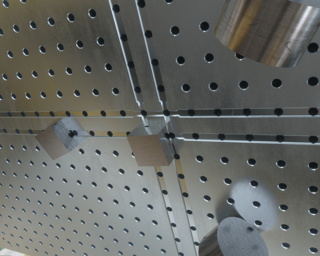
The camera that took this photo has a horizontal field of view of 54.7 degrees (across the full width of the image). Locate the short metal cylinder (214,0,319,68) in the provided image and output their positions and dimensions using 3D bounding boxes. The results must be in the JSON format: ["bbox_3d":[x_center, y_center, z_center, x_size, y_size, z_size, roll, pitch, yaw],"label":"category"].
[{"bbox_3d":[0.094,-0.095,0.268,0.080,0.080,0.050,27,128,11],"label":"short metal cylinder"}]

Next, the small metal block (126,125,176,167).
[{"bbox_3d":[-0.012,0.026,0.434,0.050,0.025,0.050,-5,116,30],"label":"small metal block"}]

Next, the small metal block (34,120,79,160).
[{"bbox_3d":[-0.171,0.021,0.514,0.050,0.025,0.050,-24,105,36],"label":"small metal block"}]

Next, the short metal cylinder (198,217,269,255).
[{"bbox_3d":[0.101,0.172,0.429,0.080,0.080,0.050,36,129,4],"label":"short metal cylinder"}]
